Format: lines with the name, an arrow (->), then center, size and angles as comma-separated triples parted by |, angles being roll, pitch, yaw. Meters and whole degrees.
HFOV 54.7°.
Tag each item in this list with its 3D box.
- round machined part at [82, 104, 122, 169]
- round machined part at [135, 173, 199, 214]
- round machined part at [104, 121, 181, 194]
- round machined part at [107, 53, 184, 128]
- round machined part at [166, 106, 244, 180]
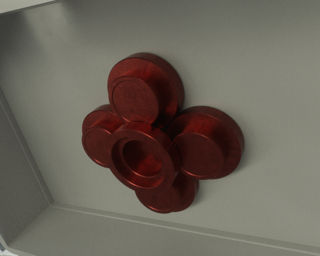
round machined part -> -0.072, 0.019, 0.444 | 0.098, 0.042, 0.097 | 13, 124, 21
round machined part -> 0.002, 0.083, 0.445 | 0.098, 0.042, 0.097 | 12, 122, 20
round machined part -> -0.019, 0.034, 0.399 | 0.098, 0.042, 0.097 | 13, 124, 21
round machined part -> -0.024, -0.039, 0.382 | 0.098, 0.042, 0.097 | 13, 124, 21
round machined part -> 0.051, 0.025, 0.384 | 0.098, 0.042, 0.097 | 13, 124, 21
